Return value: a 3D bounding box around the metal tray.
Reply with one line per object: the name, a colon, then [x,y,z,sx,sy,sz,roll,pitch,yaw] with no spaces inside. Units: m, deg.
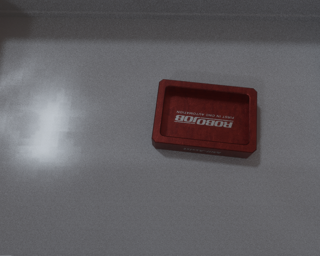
metal tray: [0.059,-0.013,0.411,0.131,0.030,0.090,6,70,2]
